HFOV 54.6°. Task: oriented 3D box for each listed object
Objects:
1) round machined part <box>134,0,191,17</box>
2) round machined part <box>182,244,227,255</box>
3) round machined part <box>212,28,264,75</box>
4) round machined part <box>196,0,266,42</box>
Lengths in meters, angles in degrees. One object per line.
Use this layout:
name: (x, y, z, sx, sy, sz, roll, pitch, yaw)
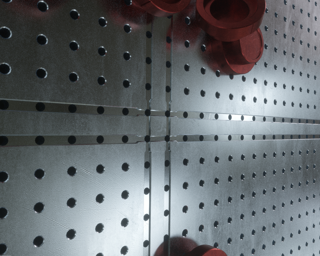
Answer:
round machined part: (-0.006, -0.190, 0.392, 0.099, 0.042, 0.097, 0, 90, -40)
round machined part: (0.056, 0.217, 0.444, 0.099, 0.042, 0.097, 0, 90, -40)
round machined part: (0.133, -0.137, 0.508, 0.099, 0.042, 0.097, 0, 91, -40)
round machined part: (0.102, -0.167, 0.458, 0.098, 0.098, 0.042, -60, 163, -23)
